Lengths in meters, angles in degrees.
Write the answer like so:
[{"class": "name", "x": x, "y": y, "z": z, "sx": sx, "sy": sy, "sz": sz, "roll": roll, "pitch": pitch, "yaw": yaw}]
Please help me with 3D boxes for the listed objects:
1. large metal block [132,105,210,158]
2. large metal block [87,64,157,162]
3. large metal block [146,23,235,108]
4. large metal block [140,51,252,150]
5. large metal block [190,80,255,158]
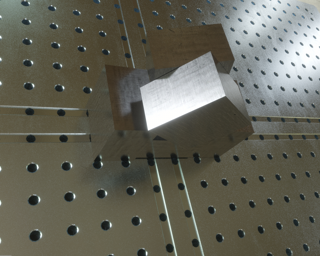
[{"class": "large metal block", "x": 0.007, "y": -0.008, "z": 0.400, "sx": 0.081, "sy": 0.050, "sz": 0.080, "roll": 3, "pitch": 61, "yaw": -27}, {"class": "large metal block", "x": -0.046, "y": -0.014, "z": 0.358, "sx": 0.050, "sy": 0.080, "sz": 0.080, "roll": 2, "pitch": 61, "yaw": -28}, {"class": "large metal block", "x": 0.028, "y": -0.066, "z": 0.348, "sx": 0.081, "sy": 0.080, "sz": 0.050, "roll": -8, "pitch": 64, "yaw": -7}, {"class": "large metal block", "x": 0.039, "y": -0.023, "z": 0.323, "sx": 0.080, "sy": 0.080, "sz": 0.050, "roll": 30, "pitch": 42, "yaw": -54}, {"class": "large metal block", "x": 0.071, "y": -0.012, "z": 0.420, "sx": 0.050, "sy": 0.080, "sz": 0.080, "roll": 4, "pitch": 60, "yaw": -27}]
